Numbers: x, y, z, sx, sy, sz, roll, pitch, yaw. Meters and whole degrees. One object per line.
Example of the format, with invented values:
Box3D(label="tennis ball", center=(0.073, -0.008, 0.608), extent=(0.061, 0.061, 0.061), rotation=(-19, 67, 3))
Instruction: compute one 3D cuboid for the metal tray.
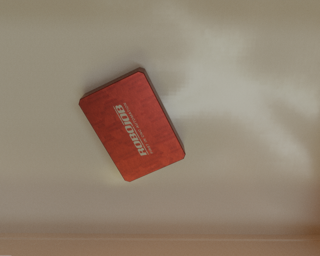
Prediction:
Box3D(label="metal tray", center=(-0.033, -0.002, 0.407), extent=(0.090, 0.030, 0.130), rotation=(-25, 109, 8))
